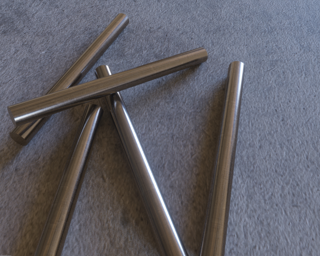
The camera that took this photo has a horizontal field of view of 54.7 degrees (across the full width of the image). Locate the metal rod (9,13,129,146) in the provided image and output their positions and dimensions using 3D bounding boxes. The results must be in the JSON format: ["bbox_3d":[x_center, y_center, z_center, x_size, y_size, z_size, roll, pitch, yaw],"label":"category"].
[{"bbox_3d":[-0.123,-0.093,0.479,0.025,0.025,0.301,17,52,13],"label":"metal rod"}]

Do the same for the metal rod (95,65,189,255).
[{"bbox_3d":[-0.035,0.022,0.384,0.025,0.025,0.300,-16,52,-13],"label":"metal rod"}]

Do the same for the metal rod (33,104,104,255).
[{"bbox_3d":[-0.104,0.090,0.325,0.025,0.025,0.300,5,50,3],"label":"metal rod"}]

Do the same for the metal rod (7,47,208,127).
[{"bbox_3d":[-0.049,-0.066,0.428,0.302,0.025,0.025,-24,54,-31],"label":"metal rod"}]

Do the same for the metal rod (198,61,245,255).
[{"bbox_3d":[0.084,0.017,0.390,0.025,0.025,0.300,11,51,9],"label":"metal rod"}]
